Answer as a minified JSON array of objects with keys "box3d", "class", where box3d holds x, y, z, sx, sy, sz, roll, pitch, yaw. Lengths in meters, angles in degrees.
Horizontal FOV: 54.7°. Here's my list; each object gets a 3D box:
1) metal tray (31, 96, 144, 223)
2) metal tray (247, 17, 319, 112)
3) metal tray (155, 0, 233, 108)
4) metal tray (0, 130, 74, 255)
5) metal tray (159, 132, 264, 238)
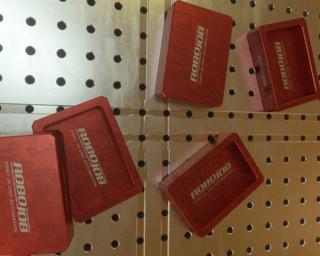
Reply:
[{"box3d":[-0.086,0.036,0.378,0.091,0.030,0.129,-24,98,-19],"class":"metal tray"},{"box3d":[0.195,-0.098,0.483,0.091,0.030,0.129,-17,96,-20],"class":"metal tray"},{"box3d":[0.048,-0.098,0.429,0.091,0.030,0.129,9,87,-20],"class":"metal tray"},{"box3d":[-0.148,0.070,0.335,0.091,0.030,0.129,-4,98,-2],"class":"metal tray"},{"box3d":[0.076,0.077,0.439,0.131,0.030,0.090,-37,102,-17],"class":"metal tray"}]
